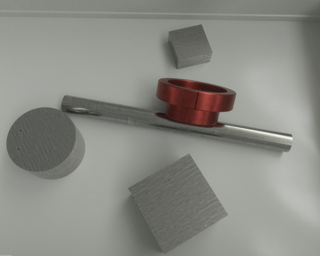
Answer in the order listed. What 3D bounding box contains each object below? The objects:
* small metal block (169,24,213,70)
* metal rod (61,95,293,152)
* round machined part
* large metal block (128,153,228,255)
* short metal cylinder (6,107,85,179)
[{"bbox_3d":[0.043,-0.119,0.454,0.050,0.025,0.050,-14,71,-6],"label":"small metal block"},{"bbox_3d":[0.020,-0.007,0.412,0.302,0.025,0.025,10,70,3],"label":"metal rod"},{"bbox_3d":[0.043,-0.033,0.394,0.099,0.098,0.042,10,106,3],"label":"round machined part"},{"bbox_3d":[0.019,0.089,0.364,0.080,0.050,0.080,-28,73,-10],"label":"large metal block"},{"bbox_3d":[-0.140,0.020,0.387,0.081,0.050,0.080,0,70,0],"label":"short metal cylinder"}]
